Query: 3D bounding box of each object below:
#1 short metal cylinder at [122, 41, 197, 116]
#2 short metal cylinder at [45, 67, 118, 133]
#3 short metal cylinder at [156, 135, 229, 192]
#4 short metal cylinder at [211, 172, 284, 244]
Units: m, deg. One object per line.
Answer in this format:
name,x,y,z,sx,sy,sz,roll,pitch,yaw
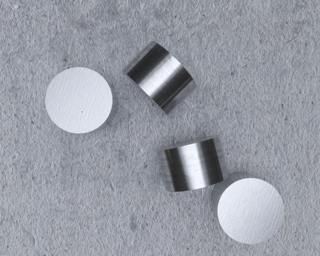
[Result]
short metal cylinder,-0.001,-0.060,0.382,0.080,0.080,0.050,45,90,0
short metal cylinder,-0.097,-0.033,0.397,0.081,0.050,0.080,0,90,0
short metal cylinder,0.040,0.042,0.383,0.080,0.080,0.050,-14,90,0
short metal cylinder,0.110,0.100,0.398,0.081,0.050,0.080,0,90,0
